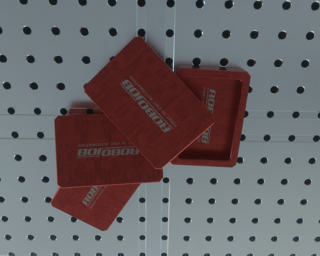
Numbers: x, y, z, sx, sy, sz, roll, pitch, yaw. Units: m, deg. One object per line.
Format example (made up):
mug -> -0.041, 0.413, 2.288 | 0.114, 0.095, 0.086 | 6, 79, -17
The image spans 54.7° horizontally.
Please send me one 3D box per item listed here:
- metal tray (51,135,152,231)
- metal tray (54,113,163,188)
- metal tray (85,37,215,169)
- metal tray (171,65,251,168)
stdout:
metal tray -> -0.082, 0.074, 0.437 | 0.090, 0.030, 0.129 | 31, 107, -11
metal tray -> -0.064, 0.027, 0.399 | 0.131, 0.030, 0.089 | -3, 88, -3
metal tray -> -0.011, -0.028, 0.363 | 0.090, 0.030, 0.130 | -42, 91, 9
metal tray -> 0.061, -0.014, 0.406 | 0.091, 0.030, 0.129 | 3, 110, -2
